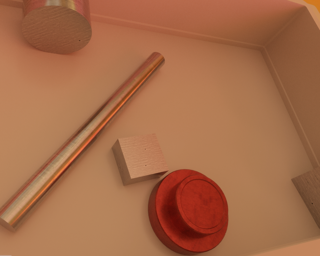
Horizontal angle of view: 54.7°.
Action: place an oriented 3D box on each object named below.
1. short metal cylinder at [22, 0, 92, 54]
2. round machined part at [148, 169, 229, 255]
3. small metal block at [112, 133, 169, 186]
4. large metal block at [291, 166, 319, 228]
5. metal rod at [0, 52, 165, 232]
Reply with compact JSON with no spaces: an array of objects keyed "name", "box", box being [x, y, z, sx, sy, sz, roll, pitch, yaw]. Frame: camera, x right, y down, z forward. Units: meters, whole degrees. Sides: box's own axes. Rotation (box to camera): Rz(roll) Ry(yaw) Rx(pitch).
[{"name":"short metal cylinder","box":[-0.128,-0.138,0.387,0.081,0.080,0.050,4,60,-27]},{"name":"round machined part","box":[0.040,0.093,0.361,0.099,0.042,0.098,14,56,-21]},{"name":"small metal block","box":[-0.024,0.037,0.371,0.050,0.025,0.050,-8,66,-32]},{"name":"large metal block","box":[0.259,0.092,0.457,0.050,0.080,0.080,-11,68,-33]},{"name":"metal rod","box":[-0.072,-0.009,0.373,0.025,0.025,0.301,38,51,-3]}]
